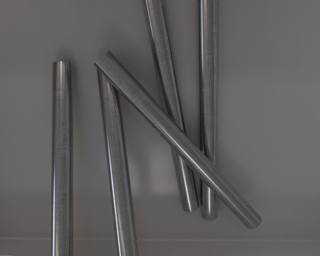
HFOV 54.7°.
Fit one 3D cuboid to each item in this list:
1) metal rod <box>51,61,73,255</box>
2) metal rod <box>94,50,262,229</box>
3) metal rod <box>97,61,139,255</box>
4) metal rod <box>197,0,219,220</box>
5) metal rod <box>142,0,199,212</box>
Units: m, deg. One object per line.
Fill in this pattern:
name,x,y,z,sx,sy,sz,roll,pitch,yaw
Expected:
metal rod,-0.117,0.070,0.372,0.025,0.025,0.298,-1,86,0
metal rod,0.032,0.025,0.392,0.025,0.025,0.300,-39,106,13
metal rod,-0.048,0.066,0.372,0.025,0.025,0.298,-7,86,2
metal rod,0.064,-0.011,0.407,0.025,0.025,0.298,-3,110,1
metal rod,0.017,-0.022,0.403,0.025,0.025,0.298,-10,110,4
